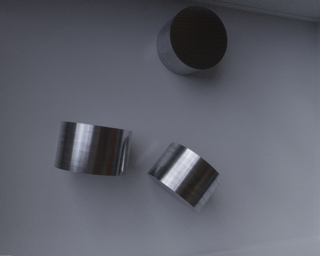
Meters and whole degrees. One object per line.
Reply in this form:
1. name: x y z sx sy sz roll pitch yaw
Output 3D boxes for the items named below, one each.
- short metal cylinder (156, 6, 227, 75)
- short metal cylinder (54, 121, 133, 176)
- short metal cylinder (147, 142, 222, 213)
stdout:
1. short metal cylinder: 0.041 -0.113 0.412 0.081 0.050 0.080 0 90 -20
2. short metal cylinder: -0.075 0.023 0.354 0.081 0.080 0.050 9 87 -20
3. short metal cylinder: 0.031 0.063 0.393 0.080 0.080 0.050 42 77 -15
